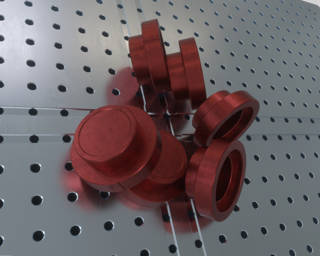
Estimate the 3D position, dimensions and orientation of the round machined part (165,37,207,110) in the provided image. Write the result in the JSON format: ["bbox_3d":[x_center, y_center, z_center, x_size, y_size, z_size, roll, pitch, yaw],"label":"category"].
[{"bbox_3d":[0.035,-0.072,0.429,0.042,0.098,0.098,-11,62,6],"label":"round machined part"}]

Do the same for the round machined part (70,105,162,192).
[{"bbox_3d":[-0.050,0.014,0.328,0.098,0.042,0.098,-9,55,13],"label":"round machined part"}]

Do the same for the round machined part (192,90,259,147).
[{"bbox_3d":[0.082,-0.012,0.416,0.099,0.097,0.042,-19,54,-35],"label":"round machined part"}]

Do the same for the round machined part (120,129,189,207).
[{"bbox_3d":[-0.007,0.040,0.369,0.099,0.042,0.098,13,56,-21],"label":"round machined part"}]

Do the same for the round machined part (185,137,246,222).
[{"bbox_3d":[0.065,0.059,0.374,0.042,0.098,0.098,11,41,34],"label":"round machined part"}]

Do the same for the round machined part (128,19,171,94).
[{"bbox_3d":[-0.014,-0.095,0.423,0.042,0.098,0.098,-11,62,6],"label":"round machined part"}]
